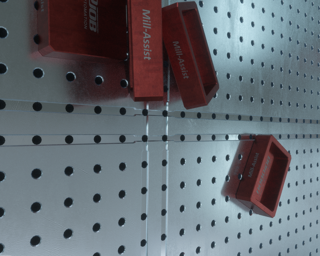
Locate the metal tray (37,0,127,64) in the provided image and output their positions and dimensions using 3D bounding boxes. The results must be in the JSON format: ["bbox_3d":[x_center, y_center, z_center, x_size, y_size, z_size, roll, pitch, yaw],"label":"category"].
[{"bbox_3d":[-0.083,-0.141,0.337,0.091,0.030,0.129,-2,91,-40],"label":"metal tray"}]

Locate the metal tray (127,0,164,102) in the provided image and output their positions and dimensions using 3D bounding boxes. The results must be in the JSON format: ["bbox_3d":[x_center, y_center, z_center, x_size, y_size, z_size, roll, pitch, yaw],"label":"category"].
[{"bbox_3d":[-0.019,-0.097,0.343,0.030,0.090,0.129,-3,99,-8],"label":"metal tray"}]

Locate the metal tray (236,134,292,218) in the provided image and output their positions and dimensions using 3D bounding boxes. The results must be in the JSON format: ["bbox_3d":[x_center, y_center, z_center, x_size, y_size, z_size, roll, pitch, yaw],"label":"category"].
[{"bbox_3d":[0.195,0.088,0.573,0.090,0.030,0.130,38,67,-34],"label":"metal tray"}]

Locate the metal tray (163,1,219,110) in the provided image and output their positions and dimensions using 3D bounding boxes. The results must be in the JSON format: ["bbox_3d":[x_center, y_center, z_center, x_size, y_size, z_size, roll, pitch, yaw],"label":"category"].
[{"bbox_3d":[0.042,-0.100,0.418,0.090,0.030,0.129,-47,122,-59],"label":"metal tray"}]
